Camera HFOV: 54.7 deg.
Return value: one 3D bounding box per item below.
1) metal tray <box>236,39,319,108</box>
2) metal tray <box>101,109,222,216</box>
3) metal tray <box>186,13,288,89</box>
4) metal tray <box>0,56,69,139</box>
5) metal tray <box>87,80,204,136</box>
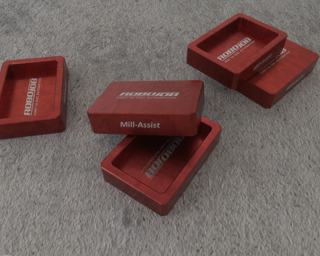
[{"bbox_3d":[0.170,-0.093,0.479,0.131,0.030,0.090,-36,59,-27],"label":"metal tray"},{"bbox_3d":[0.005,0.029,0.375,0.090,0.030,0.131,27,55,21],"label":"metal tray"},{"bbox_3d":[0.114,-0.118,0.460,0.090,0.030,0.131,37,59,27],"label":"metal tray"},{"bbox_3d":[-0.180,-0.048,0.438,0.091,0.030,0.130,-7,50,-6],"label":"metal tray"},{"bbox_3d":[-0.013,-0.028,0.393,0.131,0.030,0.090,1,33,14],"label":"metal tray"}]
